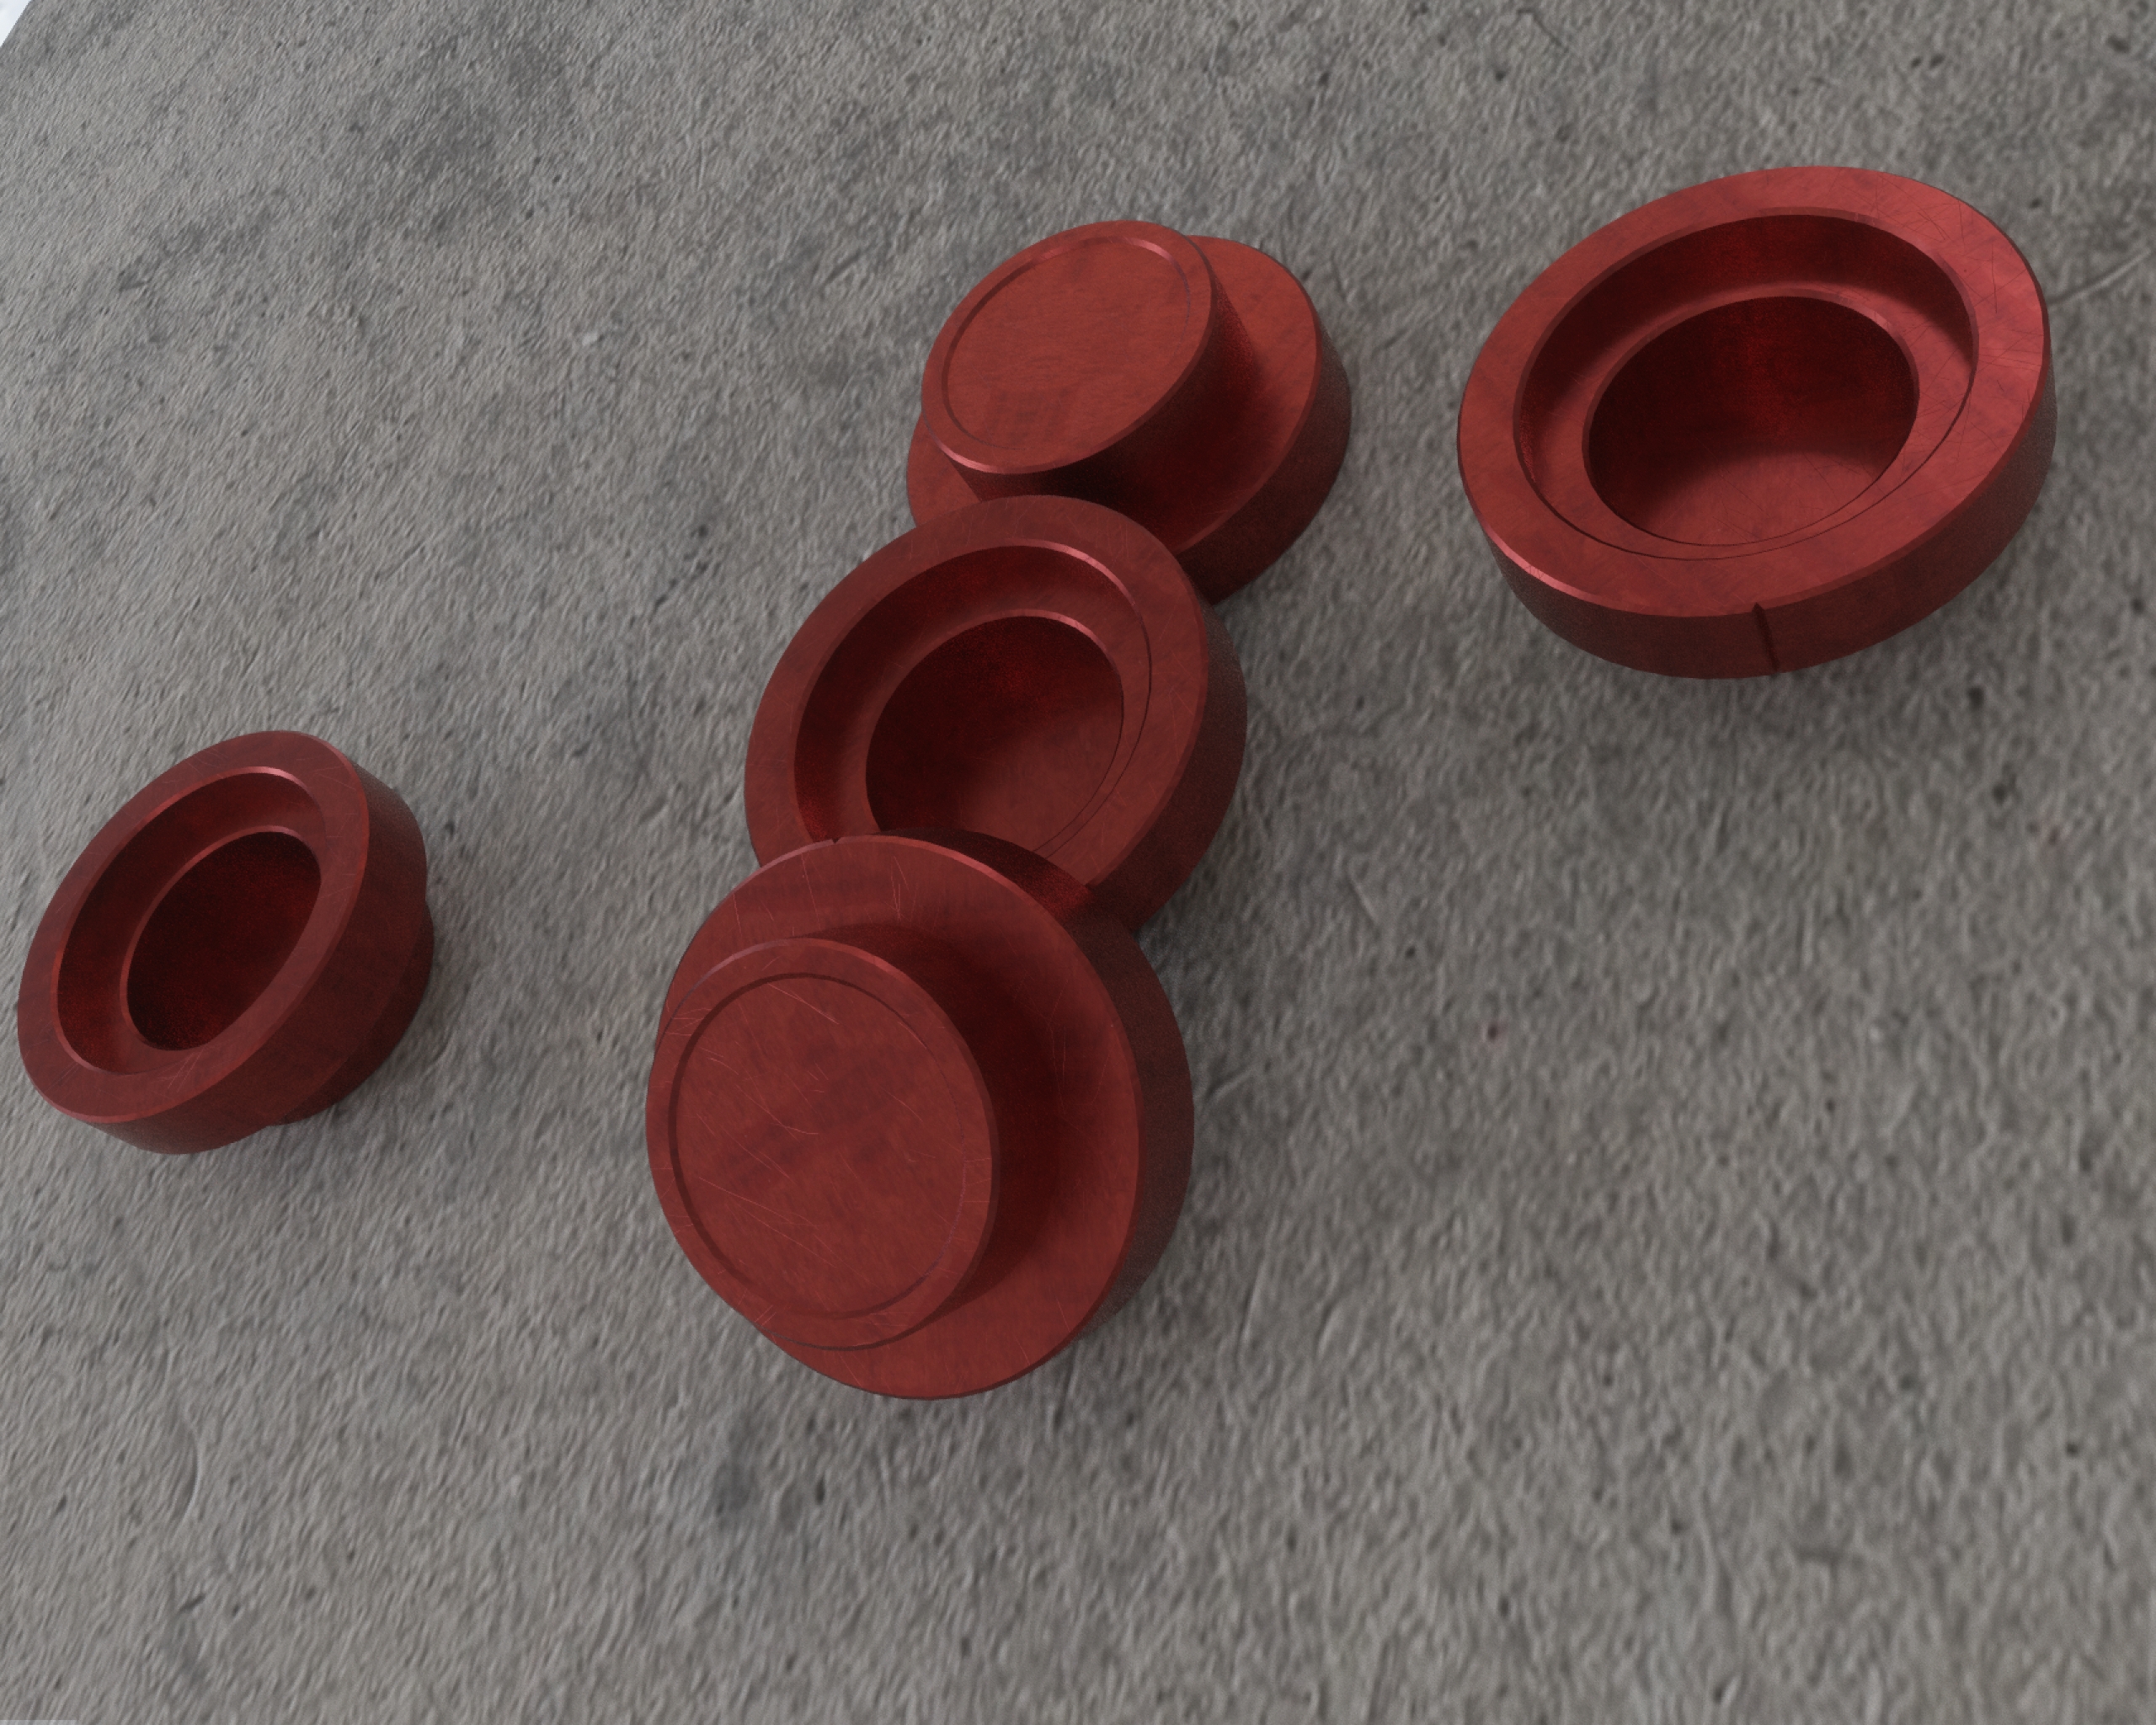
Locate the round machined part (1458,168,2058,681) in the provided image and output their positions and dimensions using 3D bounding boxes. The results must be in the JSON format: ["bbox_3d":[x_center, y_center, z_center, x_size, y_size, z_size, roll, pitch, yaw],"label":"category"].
[{"bbox_3d":[0.122,-0.073,0.374,0.098,0.042,0.098,-13,56,21],"label":"round machined part"}]

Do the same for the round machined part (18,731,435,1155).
[{"bbox_3d":[-0.189,0.022,0.479,0.098,0.042,0.098,-13,56,21],"label":"round machined part"}]

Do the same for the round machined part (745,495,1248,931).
[{"bbox_3d":[-0.012,-0.019,0.408,0.098,0.042,0.098,-12,61,22],"label":"round machined part"}]

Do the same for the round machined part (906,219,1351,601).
[{"bbox_3d":[0.006,-0.099,0.451,0.098,0.042,0.098,-13,56,21],"label":"round machined part"}]

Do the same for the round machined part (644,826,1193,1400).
[{"bbox_3d":[-0.034,0.044,0.354,0.098,0.042,0.097,3,96,26],"label":"round machined part"}]
